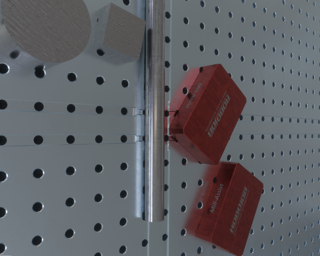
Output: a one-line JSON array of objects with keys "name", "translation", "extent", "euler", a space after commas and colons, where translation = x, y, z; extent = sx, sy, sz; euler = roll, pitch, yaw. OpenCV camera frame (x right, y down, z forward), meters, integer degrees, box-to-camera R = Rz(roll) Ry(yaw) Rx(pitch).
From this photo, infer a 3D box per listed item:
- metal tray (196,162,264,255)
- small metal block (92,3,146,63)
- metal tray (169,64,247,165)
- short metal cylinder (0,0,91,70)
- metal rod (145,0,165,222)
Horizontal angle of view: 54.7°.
[{"name": "metal tray", "translation": [0.118, 0.131, 0.506], "extent": [0.090, 0.030, 0.130], "euler": [38, 67, -34]}, {"name": "small metal block", "translation": [-0.048, -0.111, 0.369], "extent": [0.050, 0.025, 0.050], "euler": [15, 80, -39]}, {"name": "metal tray", "translation": [0.077, -0.021, 0.471], "extent": [0.090, 0.030, 0.130], "euler": [44, 64, -31]}, {"name": "short metal cylinder", "translation": [-0.115, -0.099, 0.297], "extent": [0.081, 0.050, 0.079], "euler": [0, 90, -40]}, {"name": "metal rod", "translation": [-0.006, -0.030, 0.403], "extent": [0.025, 0.025, 0.298], "euler": [0, 90, -40]}]
